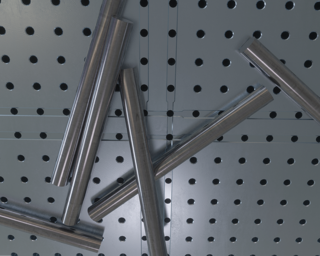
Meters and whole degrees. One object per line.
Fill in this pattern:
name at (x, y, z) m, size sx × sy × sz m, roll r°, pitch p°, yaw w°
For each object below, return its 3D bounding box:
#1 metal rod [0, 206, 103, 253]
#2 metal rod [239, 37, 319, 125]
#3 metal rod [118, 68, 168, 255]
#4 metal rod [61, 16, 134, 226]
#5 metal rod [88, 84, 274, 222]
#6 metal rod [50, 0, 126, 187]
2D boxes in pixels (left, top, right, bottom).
metal rod at (-0.234, 0.131, 0.459) m, size 0.301 × 0.025 × 0.025 m, roll 19°, pitch 109°, yaw -7°
metal rod at (0.222, -0.012, 0.410) m, size 0.301 × 0.025 × 0.025 m, roll 37°, pitch 106°, yaw -13°
metal rod at (-0.019, 0.072, 0.412) m, size 0.025 × 0.025 × 0.298 m, roll -9°, pitch 100°, yaw 3°
metal rod at (-0.088, 0.008, 0.404) m, size 0.025 × 0.025 × 0.298 m, roll 17°, pitch 113°, yaw -6°
metal rod at (0.020, 0.041, 0.428) m, size 0.300 × 0.025 × 0.025 m, roll -36°, pitch 106°, yaw 12°
metal rod at (-0.090, -0.055, 0.392) m, size 0.025 × 0.025 × 0.298 m, roll 19°, pitch 109°, yaw -7°
